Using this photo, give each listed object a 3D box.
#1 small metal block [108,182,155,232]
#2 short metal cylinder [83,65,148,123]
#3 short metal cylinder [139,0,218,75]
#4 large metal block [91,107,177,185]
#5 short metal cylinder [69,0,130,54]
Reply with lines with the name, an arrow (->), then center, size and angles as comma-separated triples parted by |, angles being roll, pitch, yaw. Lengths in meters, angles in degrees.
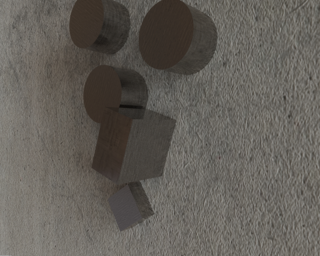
small metal block -> -0.042, 0.111, 0.440 | 0.050, 0.025, 0.050 | -40, 66, 32
short metal cylinder -> -0.064, -0.046, 0.441 | 0.080, 0.050, 0.079 | 0, 90, 40
short metal cylinder -> 0.021, -0.107, 0.371 | 0.080, 0.050, 0.079 | 0, 90, 40
large metal block -> -0.032, 0.020, 0.396 | 0.050, 0.081, 0.079 | 23, 105, 37
short metal cylinder -> -0.091, -0.155, 0.464 | 0.080, 0.050, 0.079 | 0, 90, 40
